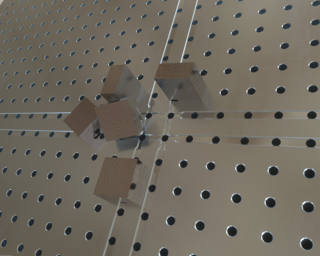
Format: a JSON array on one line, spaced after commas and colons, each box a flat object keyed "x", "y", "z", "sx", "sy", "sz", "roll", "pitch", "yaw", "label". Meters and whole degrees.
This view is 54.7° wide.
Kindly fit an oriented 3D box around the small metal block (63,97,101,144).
[{"x": -0.111, "y": -0.012, "z": 0.472, "sx": 0.050, "sy": 0.025, "sz": 0.050, "roll": -48, "pitch": 52, "yaw": -6, "label": "small metal block"}]

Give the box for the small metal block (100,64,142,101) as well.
[{"x": -0.056, "y": -0.057, "z": 0.455, "sx": 0.025, "sy": 0.050, "sz": 0.050, "roll": 1, "pitch": 62, "yaw": 28, "label": "small metal block"}]

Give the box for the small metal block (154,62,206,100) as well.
[{"x": 0.028, "y": -0.061, "z": 0.414, "sx": 0.050, "sy": 0.050, "sz": 0.025, "roll": 4, "pitch": 64, "yaw": 30, "label": "small metal block"}]

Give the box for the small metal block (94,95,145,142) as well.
[{"x": -0.055, "y": -0.013, "z": 0.425, "sx": 0.050, "sy": 0.050, "sz": 0.025, "roll": -13, "pitch": 12, "yaw": 21, "label": "small metal block"}]

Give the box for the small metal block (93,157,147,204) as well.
[{"x": -0.050, "y": 0.066, "z": 0.393, "sx": 0.050, "sy": 0.025, "sz": 0.050, "roll": 0, "pitch": 62, "yaw": 28, "label": "small metal block"}]
